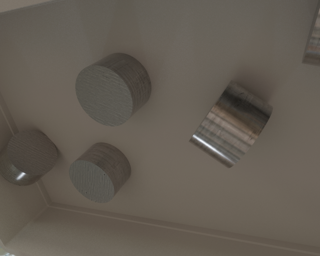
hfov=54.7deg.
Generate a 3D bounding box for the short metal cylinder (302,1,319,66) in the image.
[{"bbox_3d":[0.149,-0.086,0.242,0.050,0.080,0.079,15,125,19],"label":"short metal cylinder"}]

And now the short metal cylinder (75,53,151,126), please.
[{"bbox_3d":[-0.058,-0.049,0.391,0.080,0.050,0.079,13,124,20],"label":"short metal cylinder"}]

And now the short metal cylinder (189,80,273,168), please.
[{"bbox_3d":[0.074,-0.004,0.331,0.050,0.080,0.079,35,129,5],"label":"short metal cylinder"}]

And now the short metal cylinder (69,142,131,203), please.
[{"bbox_3d":[-0.093,0.069,0.482,0.080,0.050,0.079,13,124,20],"label":"short metal cylinder"}]

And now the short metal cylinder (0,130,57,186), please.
[{"bbox_3d":[-0.222,0.050,0.518,0.080,0.080,0.050,49,128,-7],"label":"short metal cylinder"}]
